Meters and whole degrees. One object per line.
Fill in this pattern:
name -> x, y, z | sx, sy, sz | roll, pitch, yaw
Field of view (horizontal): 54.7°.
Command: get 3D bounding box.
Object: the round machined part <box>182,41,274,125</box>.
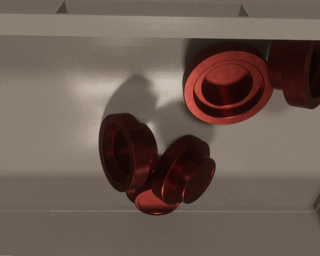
round machined part -> 0.075, -0.054, 0.353 | 0.099, 0.042, 0.097 | -1, 130, 0

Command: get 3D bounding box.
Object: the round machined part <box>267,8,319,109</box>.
round machined part -> 0.144, -0.071, 0.317 | 0.042, 0.098, 0.098 | 16, 143, 40

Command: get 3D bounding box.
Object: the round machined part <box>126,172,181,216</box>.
round machined part -> -0.005, 0.100, 0.483 | 0.099, 0.042, 0.097 | -1, 130, 0

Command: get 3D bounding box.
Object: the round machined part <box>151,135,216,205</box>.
round machined part -> 0.038, 0.062, 0.415 | 0.042, 0.099, 0.097 | 31, 137, 34

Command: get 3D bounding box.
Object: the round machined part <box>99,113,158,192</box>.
round machined part -> -0.039, 0.029, 0.395 | 0.042, 0.098, 0.097 | -8, 138, -34
